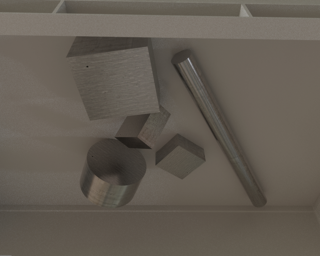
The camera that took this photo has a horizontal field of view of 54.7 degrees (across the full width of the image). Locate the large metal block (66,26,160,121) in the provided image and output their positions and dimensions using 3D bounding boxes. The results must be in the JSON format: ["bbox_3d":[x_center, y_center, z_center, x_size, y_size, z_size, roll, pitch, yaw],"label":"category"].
[{"bbox_3d":[-0.046,-0.059,0.342,0.080,0.050,0.080,-7,130,5],"label":"large metal block"}]

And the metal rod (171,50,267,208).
[{"bbox_3d":[0.094,0.021,0.428,0.025,0.025,0.300,-23,127,17],"label":"metal rod"}]

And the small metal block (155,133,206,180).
[{"bbox_3d":[0.029,0.042,0.445,0.050,0.025,0.050,31,123,-24],"label":"small metal block"}]

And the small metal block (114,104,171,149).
[{"bbox_3d":[-0.021,-0.003,0.377,0.025,0.050,0.050,42,154,-30],"label":"small metal block"}]

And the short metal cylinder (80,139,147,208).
[{"bbox_3d":[-0.065,0.061,0.424,0.081,0.080,0.050,15,128,-13],"label":"short metal cylinder"}]
